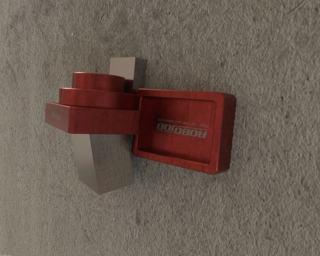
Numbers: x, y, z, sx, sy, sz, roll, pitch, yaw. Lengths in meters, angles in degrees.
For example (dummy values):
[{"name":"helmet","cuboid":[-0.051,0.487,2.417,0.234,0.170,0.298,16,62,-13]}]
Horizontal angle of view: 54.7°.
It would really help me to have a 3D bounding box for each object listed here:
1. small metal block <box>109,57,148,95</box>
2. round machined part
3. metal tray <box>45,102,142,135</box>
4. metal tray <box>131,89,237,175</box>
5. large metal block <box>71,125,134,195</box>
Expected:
[{"name":"small metal block","cuboid":[-0.047,-0.074,0.443,0.050,0.025,0.050,9,95,39]},{"name":"round machined part","cuboid":[-0.082,-0.049,0.410,0.098,0.099,0.042,8,95,39]},{"name":"metal tray","cuboid":[-0.094,-0.015,0.417,0.130,0.091,0.030,12,99,57]},{"name":"metal tray","cuboid":[0.024,0.000,0.382,0.130,0.030,0.089,8,95,39]},{"name":"large metal block","cuboid":[-0.082,0.037,0.431,0.080,0.050,0.079,11,111,57]}]
